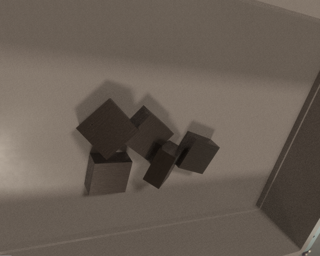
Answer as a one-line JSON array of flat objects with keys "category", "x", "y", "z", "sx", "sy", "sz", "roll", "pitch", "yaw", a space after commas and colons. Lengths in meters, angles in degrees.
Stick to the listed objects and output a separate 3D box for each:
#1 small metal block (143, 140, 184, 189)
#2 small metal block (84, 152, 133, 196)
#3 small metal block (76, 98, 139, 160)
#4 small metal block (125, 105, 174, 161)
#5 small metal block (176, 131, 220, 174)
[{"category": "small metal block", "x": 0.006, "y": 0.049, "z": 0.426, "sx": 0.050, "sy": 0.025, "sz": 0.050, "roll": -62, "pitch": 170, "yaw": 16}, {"category": "small metal block", "x": -0.069, "y": 0.060, "z": 0.409, "sx": 0.050, "sy": 0.025, "sz": 0.050, "roll": 1, "pitch": 118, "yaw": -29}, {"category": "small metal block", "x": -0.060, "y": 0.000, "z": 0.363, "sx": 0.050, "sy": 0.025, "sz": 0.050, "roll": -42, "pitch": 99, "yaw": 0}, {"category": "small metal block", "x": -0.019, "y": 0.007, "z": 0.404, "sx": 0.050, "sy": 0.025, "sz": 0.050, "roll": -46, "pitch": 130, "yaw": 3}, {"category": "small metal block", "x": 0.053, "y": 0.037, "z": 0.463, "sx": 0.050, "sy": 0.025, "sz": 0.050, "roll": 20, "pitch": 108, "yaw": -36}]
